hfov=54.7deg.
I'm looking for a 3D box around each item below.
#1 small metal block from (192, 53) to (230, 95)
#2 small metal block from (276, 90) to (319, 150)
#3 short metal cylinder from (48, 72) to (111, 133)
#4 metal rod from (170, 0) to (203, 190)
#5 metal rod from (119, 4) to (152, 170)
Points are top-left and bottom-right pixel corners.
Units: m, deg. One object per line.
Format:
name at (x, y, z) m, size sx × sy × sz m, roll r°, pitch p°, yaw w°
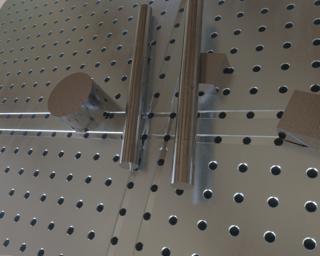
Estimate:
small metal block at (0.061, -0.075, 0.422) m, size 0.050 × 0.025 × 0.050 m, roll 10°, pitch 67°, yaw 32°
small metal block at (0.160, -0.008, 0.329) m, size 0.050 × 0.025 × 0.050 m, roll 20°, pitch 72°, yaw 35°
short metal cylinder at (-0.125, -0.039, 0.482) m, size 0.080 × 0.050 × 0.080 m, roll -13°, pitch 56°, yaw 21°
metal rod at (0.038, -0.069, 0.398) m, size 0.025 × 0.025 × 0.299 m, roll -7°, pitch 59°, yaw 24°
metal rod at (-0.033, -0.080, 0.474) m, size 0.025 × 0.025 × 0.299 m, roll -11°, pitch 57°, yaw 22°
